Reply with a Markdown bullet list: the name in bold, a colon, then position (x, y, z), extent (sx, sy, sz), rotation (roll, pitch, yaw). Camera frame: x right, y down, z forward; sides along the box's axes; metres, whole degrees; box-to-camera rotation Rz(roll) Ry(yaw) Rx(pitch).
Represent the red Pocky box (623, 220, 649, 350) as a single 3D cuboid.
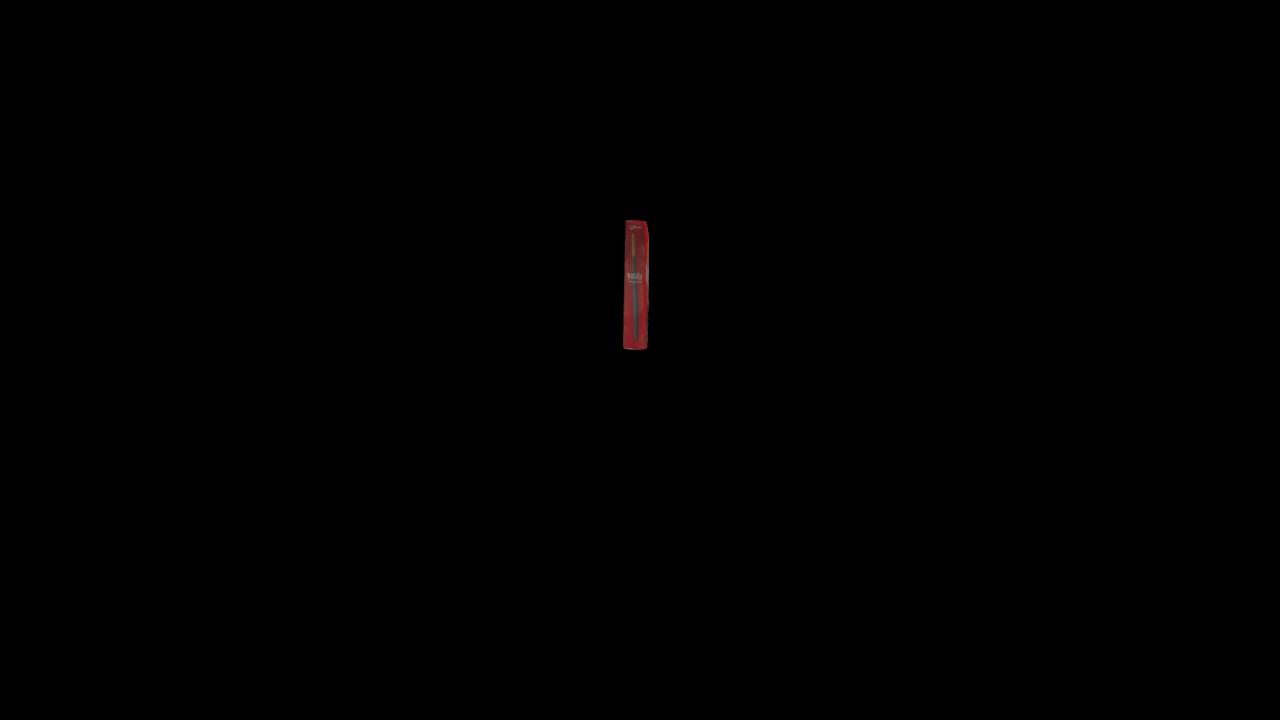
- **red Pocky box**: position (-0.004, -0.090, 0.767), extent (0.028, 0.155, 0.083), rotation (1, 1, 4)
